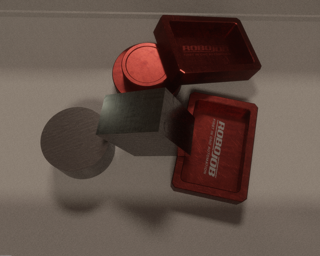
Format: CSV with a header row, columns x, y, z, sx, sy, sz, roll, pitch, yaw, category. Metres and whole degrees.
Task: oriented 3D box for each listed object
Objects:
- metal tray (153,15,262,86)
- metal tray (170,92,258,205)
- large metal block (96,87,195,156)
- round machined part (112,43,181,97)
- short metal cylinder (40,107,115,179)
x,y,z,sx,sy,sz,roll,pitch,yaw,category
0.066,-0.107,0.423,0.131,0.030,0.090,-8,69,-26,metal tray
0.071,0.024,0.399,0.090,0.030,0.130,12,70,4,metal tray
-0.014,-0.003,0.366,0.080,0.080,0.050,-3,66,29,large metal block
-0.017,-0.078,0.429,0.099,0.042,0.098,0,70,0,round machined part
-0.100,0.020,0.388,0.081,0.050,0.080,0,70,0,short metal cylinder
